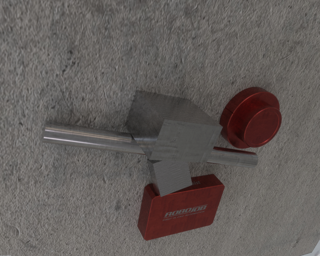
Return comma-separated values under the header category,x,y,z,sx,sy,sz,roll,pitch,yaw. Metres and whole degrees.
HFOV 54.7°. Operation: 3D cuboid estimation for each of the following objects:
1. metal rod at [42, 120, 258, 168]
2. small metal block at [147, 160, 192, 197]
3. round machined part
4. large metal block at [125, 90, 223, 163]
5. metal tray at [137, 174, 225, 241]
category,x,y,z,sx,sy,sz,roll,pitch,yaw
metal rod,0.006,0.026,0.406,0.302,0.025,0.025,10,114,-26
small metal block,0.014,0.064,0.443,0.050,0.025,0.050,-17,103,-19
round machined part,0.143,-0.009,0.468,0.099,0.042,0.097,-14,124,-21
large metal block,0.014,-0.002,0.378,0.081,0.080,0.050,7,115,-32
metal tray,0.034,0.127,0.501,0.131,0.030,0.089,-4,120,-27
